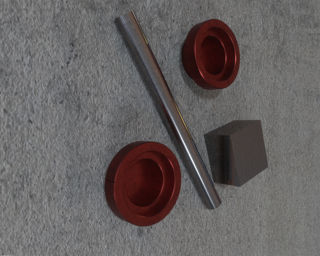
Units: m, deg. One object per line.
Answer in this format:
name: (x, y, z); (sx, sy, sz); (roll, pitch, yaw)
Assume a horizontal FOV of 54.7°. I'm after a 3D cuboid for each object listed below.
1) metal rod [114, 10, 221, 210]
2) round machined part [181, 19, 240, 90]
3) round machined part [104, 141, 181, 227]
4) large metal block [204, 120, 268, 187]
metal rod: (0.019, -0.010, 0.420); (0.025, 0.025, 0.299); (-40, 115, -33)
round machined part: (0.070, -0.104, 0.452); (0.099, 0.042, 0.097); (0, 90, -40)
round machined part: (-0.024, 0.064, 0.373); (0.099, 0.042, 0.097); (0, 90, -40)
large metal block: (0.122, 0.037, 0.490); (0.081, 0.050, 0.080); (-22, 104, -38)
